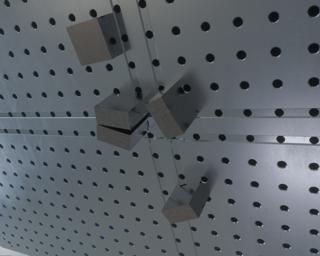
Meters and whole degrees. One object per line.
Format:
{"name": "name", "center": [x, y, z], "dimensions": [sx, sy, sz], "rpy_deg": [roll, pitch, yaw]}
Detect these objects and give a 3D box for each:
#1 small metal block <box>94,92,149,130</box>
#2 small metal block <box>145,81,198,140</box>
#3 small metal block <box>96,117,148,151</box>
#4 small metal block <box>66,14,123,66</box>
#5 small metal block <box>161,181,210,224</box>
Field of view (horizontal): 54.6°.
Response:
{"name": "small metal block", "center": [-0.049, -0.024, 0.407], "dimensions": [0.050, 0.050, 0.025], "rpy_deg": [9, 123, 23]}
{"name": "small metal block", "center": [0.015, -0.022, 0.374], "dimensions": [0.025, 0.050, 0.050], "rpy_deg": [-22, 106, 36]}
{"name": "small metal block", "center": [-0.051, 0.001, 0.423], "dimensions": [0.050, 0.050, 0.025], "rpy_deg": [17, 125, 18]}
{"name": "small metal block", "center": [-0.082, -0.109, 0.388], "dimensions": [0.050, 0.025, 0.050], "rpy_deg": [-4, 117, 30]}
{"name": "small metal block", "center": [0.037, 0.106, 0.441], "dimensions": [0.050, 0.050, 0.025], "rpy_deg": [-25, 105, 37]}
